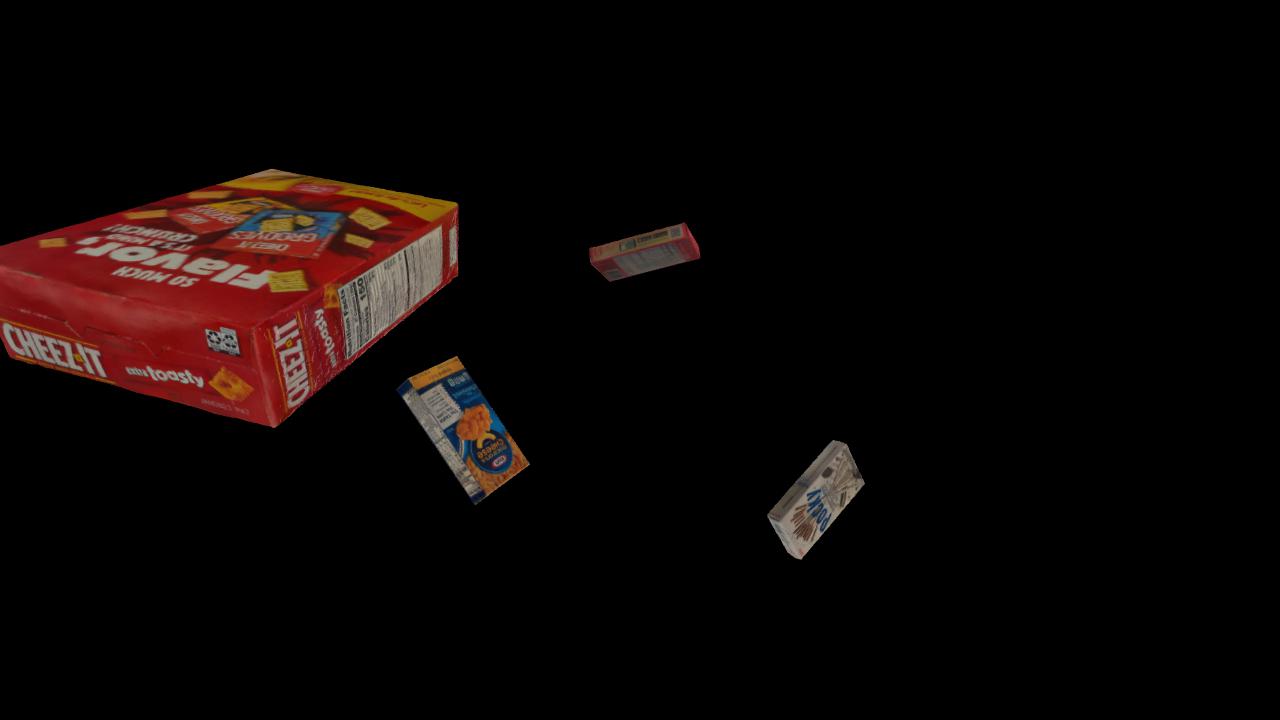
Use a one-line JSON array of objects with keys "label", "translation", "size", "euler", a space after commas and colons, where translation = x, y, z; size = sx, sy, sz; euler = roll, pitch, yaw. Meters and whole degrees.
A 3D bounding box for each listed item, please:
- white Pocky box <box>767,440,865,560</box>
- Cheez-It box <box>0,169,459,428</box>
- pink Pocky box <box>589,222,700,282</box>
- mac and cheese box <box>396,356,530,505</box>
[{"label": "white Pocky box", "translation": [0.246, 0.192, 0.854], "size": [0.154, 0.084, 0.028], "euler": [-42, 28, -20]}, {"label": "Cheez-It box", "translation": [-0.244, -0.060, 0.408], "size": [0.166, 0.071, 0.223], "euler": [12, 31, 6]}, {"label": "pink Pocky box", "translation": [0.009, -0.163, 0.942], "size": [0.155, 0.029, 0.084], "euler": [-12, -16, 16]}, {"label": "mac and cheese box", "translation": [-0.236, 0.092, 0.830], "size": [0.041, 0.184, 0.093], "euler": [-35, 0, 33]}]
